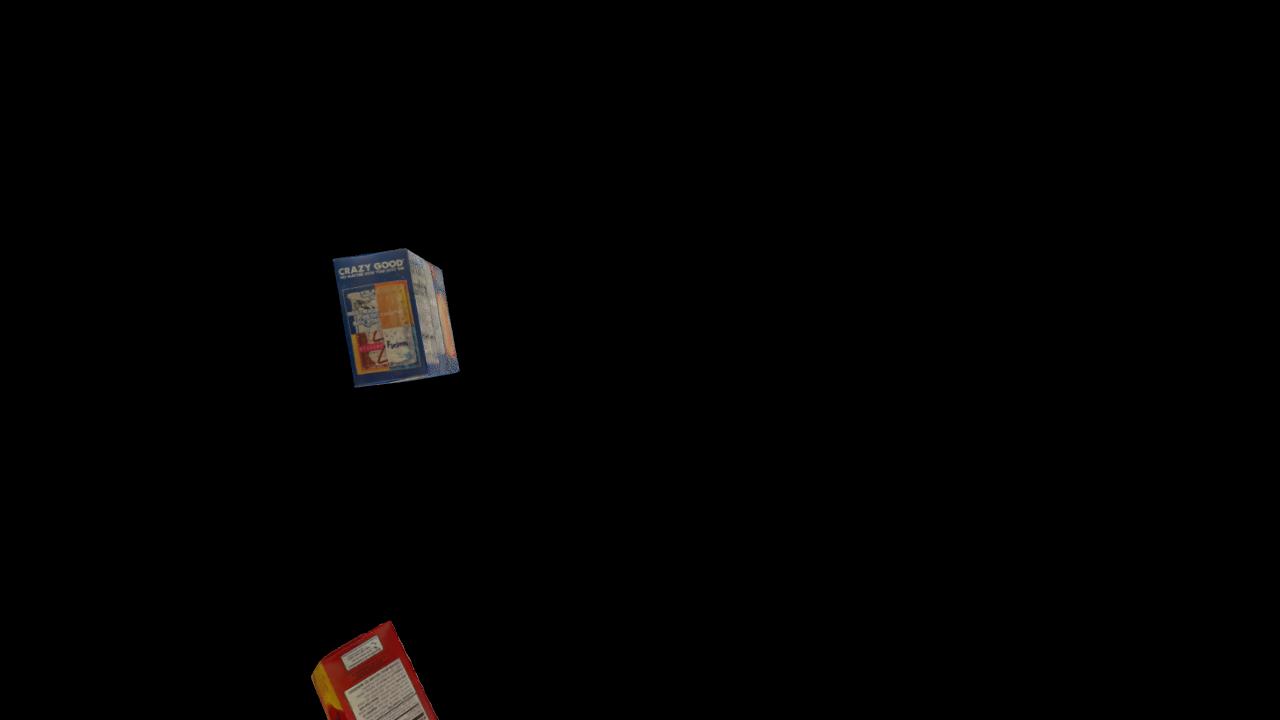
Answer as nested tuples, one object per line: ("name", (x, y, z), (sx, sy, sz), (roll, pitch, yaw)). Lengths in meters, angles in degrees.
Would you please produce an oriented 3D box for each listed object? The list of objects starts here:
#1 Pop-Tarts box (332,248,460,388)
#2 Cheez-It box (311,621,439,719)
("Pop-Tarts box", (-0.282, -0.045, 0.731), (0.083, 0.141, 0.167), (-9, 1, -5))
("Cheez-It box", (-0.226, 0.369, 0.570), (0.071, 0.223, 0.166), (-22, -16, -38))
